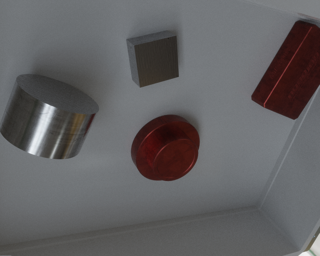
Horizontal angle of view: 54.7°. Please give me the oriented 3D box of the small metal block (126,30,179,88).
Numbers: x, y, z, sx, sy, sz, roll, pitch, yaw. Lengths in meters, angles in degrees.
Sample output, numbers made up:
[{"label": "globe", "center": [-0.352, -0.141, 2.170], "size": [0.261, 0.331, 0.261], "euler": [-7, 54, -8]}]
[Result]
[{"label": "small metal block", "center": [-0.008, -0.080, 0.357], "size": [0.050, 0.025, 0.050], "euler": [-19, 126, -18]}]

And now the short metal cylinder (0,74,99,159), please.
[{"label": "short metal cylinder", "center": [-0.108, -0.012, 0.307], "size": [0.081, 0.080, 0.050], "euler": [16, 110, -35]}]

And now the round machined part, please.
[{"label": "round machined part", "center": [0.013, 0.034, 0.428], "size": [0.099, 0.042, 0.097], "euler": [-14, 125, -21]}]

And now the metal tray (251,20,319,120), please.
[{"label": "metal tray", "center": [0.208, -0.083, 0.470], "size": [0.091, 0.030, 0.129], "euler": [15, 110, -35]}]
